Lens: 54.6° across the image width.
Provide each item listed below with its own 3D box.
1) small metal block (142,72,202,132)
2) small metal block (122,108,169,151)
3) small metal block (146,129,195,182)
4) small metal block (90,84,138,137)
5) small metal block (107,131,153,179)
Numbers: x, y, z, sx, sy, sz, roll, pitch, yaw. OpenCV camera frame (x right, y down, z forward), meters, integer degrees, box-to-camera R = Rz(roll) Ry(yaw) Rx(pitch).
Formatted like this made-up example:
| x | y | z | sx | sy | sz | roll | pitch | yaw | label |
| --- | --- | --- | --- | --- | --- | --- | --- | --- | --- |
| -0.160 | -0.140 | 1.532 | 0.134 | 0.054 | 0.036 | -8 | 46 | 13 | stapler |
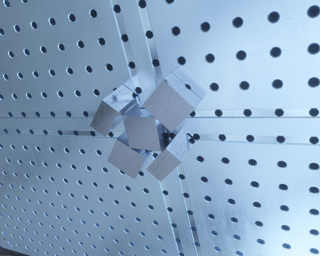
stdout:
| x | y | z | sx | sy | sz | roll | pitch | yaw | label |
| --- | --- | --- | --- | --- | --- | --- | --- | --- | --- |
| 0.014 | -0.031 | 0.385 | 0.050 | 0.025 | 0.050 | 42 | 130 | -1 | small metal block |
| -0.019 | 0.002 | 0.422 | 0.050 | 0.025 | 0.050 | 4 | 119 | 27 | small metal block |
| 0.015 | 0.036 | 0.410 | 0.025 | 0.050 | 0.050 | 41 | 129 | 1 | small metal block |
| -0.061 | -0.023 | 0.413 | 0.025 | 0.050 | 0.050 | 37 | 130 | 2 | small metal block |
| -0.044 | 0.040 | 0.460 | 0.050 | 0.025 | 0.050 | 33 | 128 | 6 | small metal block |
